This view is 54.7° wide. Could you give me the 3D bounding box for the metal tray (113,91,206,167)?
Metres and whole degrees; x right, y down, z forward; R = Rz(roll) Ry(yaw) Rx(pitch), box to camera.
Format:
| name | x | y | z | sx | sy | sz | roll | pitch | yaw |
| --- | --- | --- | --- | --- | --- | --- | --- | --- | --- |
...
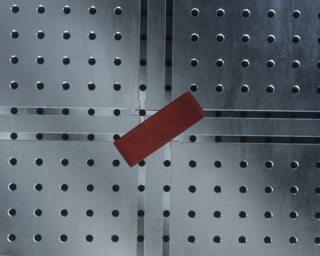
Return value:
| name | x | y | z | sx | sy | sz | roll | pitch | yaw |
| --- | --- | --- | --- | --- | --- | --- | --- | --- | --- |
| metal tray | 0.000 | 0.001 | 0.361 | 0.090 | 0.130 | 0.030 | -35 | 90 | 0 |
